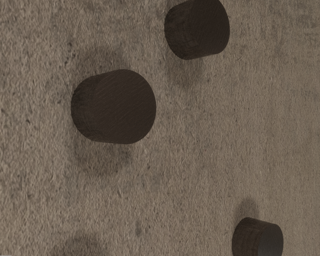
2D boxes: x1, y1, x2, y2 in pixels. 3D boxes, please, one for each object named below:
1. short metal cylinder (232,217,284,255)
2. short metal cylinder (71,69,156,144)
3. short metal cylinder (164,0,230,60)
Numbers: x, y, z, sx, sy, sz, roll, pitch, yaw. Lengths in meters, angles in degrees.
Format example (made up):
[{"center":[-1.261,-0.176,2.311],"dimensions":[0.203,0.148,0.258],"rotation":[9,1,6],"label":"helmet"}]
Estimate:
[{"center":[0.169,0.200,0.534],"dimensions":[0.081,0.050,0.079],"rotation":[0,90,-40],"label":"short metal cylinder"},{"center":[-0.051,-0.023,0.347],"dimensions":[0.081,0.050,0.079],"rotation":[0,90,-40],"label":"short metal cylinder"},{"center":[0.053,-0.139,0.435],"dimensions":[0.081,0.050,0.079],"rotation":[0,90,-40],"label":"short metal cylinder"}]
